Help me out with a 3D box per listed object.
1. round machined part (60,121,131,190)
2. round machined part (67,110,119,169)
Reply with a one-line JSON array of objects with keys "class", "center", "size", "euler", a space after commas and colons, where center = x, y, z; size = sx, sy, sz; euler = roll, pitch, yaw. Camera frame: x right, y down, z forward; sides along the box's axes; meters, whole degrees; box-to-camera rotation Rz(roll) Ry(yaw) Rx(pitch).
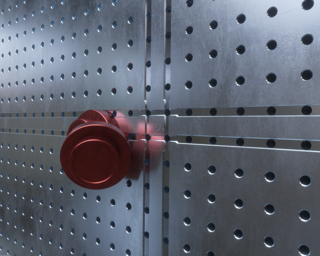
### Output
[{"class": "round machined part", "center": [-0.089, 0.042, 0.432], "size": [0.042, 0.099, 0.097], "euler": [-112, 37, -74]}, {"class": "round machined part", "center": [-0.110, 0.020, 0.486], "size": [0.098, 0.042, 0.097], "euler": [0, 90, 39]}]
